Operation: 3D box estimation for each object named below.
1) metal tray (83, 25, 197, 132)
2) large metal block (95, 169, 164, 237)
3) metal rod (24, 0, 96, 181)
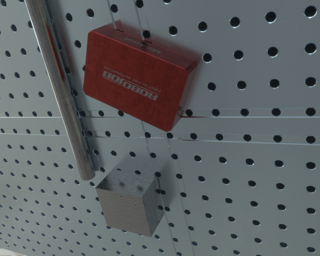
[{"bbox_3d":[-0.030,-0.061,0.385,0.130,0.030,0.089,25,127,12],"label":"metal tray"},{"bbox_3d":[-0.045,0.117,0.489,0.080,0.050,0.079,5,121,25],"label":"large metal block"},{"bbox_3d":[-0.141,-0.049,0.452,0.025,0.025,0.298,5,121,25],"label":"metal rod"}]
